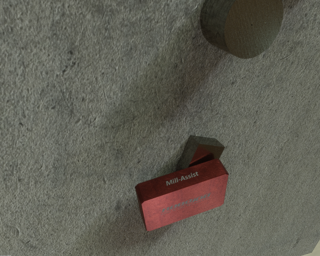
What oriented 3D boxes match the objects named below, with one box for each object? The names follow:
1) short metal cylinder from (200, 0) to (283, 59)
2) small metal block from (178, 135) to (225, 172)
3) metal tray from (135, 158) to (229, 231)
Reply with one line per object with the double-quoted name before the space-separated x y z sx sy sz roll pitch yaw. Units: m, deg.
"short metal cylinder" 0.095 -0.128 0.364 0.081 0.050 0.079 -14 124 -21
"small metal block" 0.062 0.041 0.466 0.050 0.025 0.050 9 114 -32
"metal tray" 0.034 0.101 0.464 0.131 0.030 0.089 -16 137 -11
